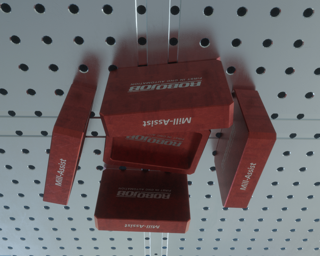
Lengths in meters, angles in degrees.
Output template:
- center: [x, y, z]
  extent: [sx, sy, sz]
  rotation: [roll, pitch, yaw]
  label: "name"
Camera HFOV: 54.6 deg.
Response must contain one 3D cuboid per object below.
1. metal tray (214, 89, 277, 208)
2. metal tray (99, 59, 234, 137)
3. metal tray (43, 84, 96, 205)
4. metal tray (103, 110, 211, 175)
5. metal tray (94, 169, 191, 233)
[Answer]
- center: [0.101, 0.028, 0.393]
  extent: [0.030, 0.090, 0.129]
  rotation: [3, 130, -3]
  label: "metal tray"
- center: [0.007, -0.035, 0.338]
  extent: [0.131, 0.090, 0.030]
  rotation: [-5, 130, 4]
  label: "metal tray"
- center: [-0.113, 0.022, 0.387]
  extent: [0.030, 0.090, 0.129]
  rotation: [14, 129, -11]
  label: "metal tray"
- center: [-0.007, 0.016, 0.421]
  extent: [0.131, 0.030, 0.089]
  rotation: [8, 130, -8]
  label: "metal tray"
- center: [-0.024, 0.106, 0.459]
  extent: [0.131, 0.090, 0.030]
  rotation: [3, 130, -2]
  label: "metal tray"
